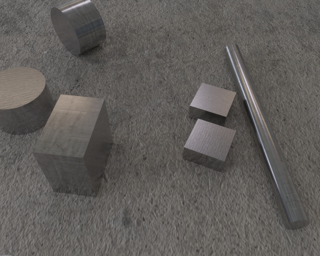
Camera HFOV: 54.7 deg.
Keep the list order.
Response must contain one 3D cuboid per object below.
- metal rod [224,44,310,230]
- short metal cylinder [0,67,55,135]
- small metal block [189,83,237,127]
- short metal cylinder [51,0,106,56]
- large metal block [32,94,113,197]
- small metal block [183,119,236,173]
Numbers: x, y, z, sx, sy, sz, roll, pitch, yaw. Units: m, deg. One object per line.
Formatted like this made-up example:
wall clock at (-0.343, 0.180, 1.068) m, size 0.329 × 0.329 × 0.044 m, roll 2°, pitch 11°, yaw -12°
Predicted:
metal rod at (0.130, -0.014, 0.416) m, size 0.025 × 0.025 × 0.300 m, roll -3°, pitch 50°, yaw -3°
short metal cylinder at (-0.188, -0.037, 0.417) m, size 0.081 × 0.050 × 0.080 m, roll 0°, pitch 50°, yaw 0°
small metal block at (0.073, -0.032, 0.430) m, size 0.050 × 0.025 × 0.050 m, roll 19°, pitch 52°, yaw 15°
short metal cylinder at (-0.133, -0.166, 0.506) m, size 0.050 × 0.080 × 0.080 m, roll -36°, pitch 59°, yaw -26°
large metal block at (-0.092, 0.021, 0.350) m, size 0.050 × 0.080 × 0.080 m, roll 6°, pitch 50°, yaw 5°
small metal block at (0.062, 0.021, 0.386) m, size 0.050 × 0.025 × 0.050 m, roll 19°, pitch 52°, yaw 15°
